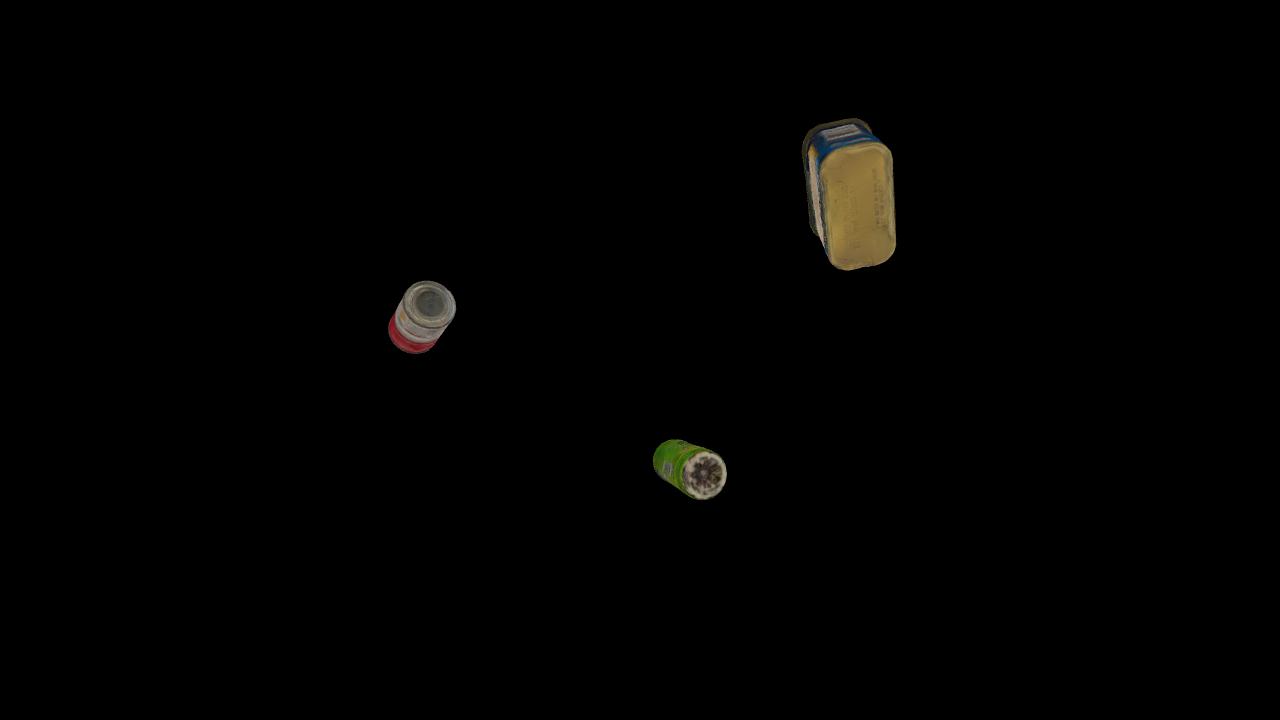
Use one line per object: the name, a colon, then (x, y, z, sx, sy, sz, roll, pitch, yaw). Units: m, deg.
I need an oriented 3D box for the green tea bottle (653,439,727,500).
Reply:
green tea bottle: (0.062, 0.157, 0.925, 0.073, 0.073, 0.212, 0, 0, -15)

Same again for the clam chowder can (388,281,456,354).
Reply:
clam chowder can: (-0.290, -0.056, 0.817, 0.068, 0.068, 0.102, 0, -17, -32)

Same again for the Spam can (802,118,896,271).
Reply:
Spam can: (0.168, -0.134, 0.497, 0.058, 0.101, 0.085, -9, 29, 13)
